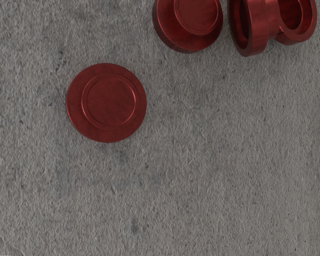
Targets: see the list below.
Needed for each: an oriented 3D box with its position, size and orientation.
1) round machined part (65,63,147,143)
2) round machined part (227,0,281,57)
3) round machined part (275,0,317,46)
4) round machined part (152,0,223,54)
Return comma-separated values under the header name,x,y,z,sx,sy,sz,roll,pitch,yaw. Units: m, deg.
name,x,y,z,sx,sy,sz,roll,pitch,yaw
round machined part,-0.063,-0.030,0.377,0.099,0.042,0.097,0,90,-20
round machined part,0.125,-0.147,0.412,0.042,0.098,0.097,-14,95,1
round machined part,0.185,-0.171,0.462,0.099,0.042,0.097,1,87,-30
round machined part,0.043,-0.153,0.415,0.099,0.042,0.097,0,90,-20
